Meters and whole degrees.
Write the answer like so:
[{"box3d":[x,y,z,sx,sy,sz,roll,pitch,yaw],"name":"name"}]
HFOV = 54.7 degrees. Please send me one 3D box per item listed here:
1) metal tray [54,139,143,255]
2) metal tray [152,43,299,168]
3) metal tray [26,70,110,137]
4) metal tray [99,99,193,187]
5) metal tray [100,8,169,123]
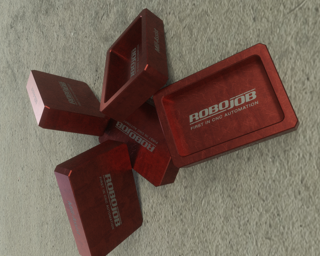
[{"box3d":[-0.073,0.091,0.396,0.030,0.091,0.129,7,115,40],"name":"metal tray"},{"box3d":[0.065,-0.019,0.327,0.130,0.030,0.090,-23,75,22],"name":"metal tray"},{"box3d":[-0.138,-0.038,0.455,0.130,0.091,0.030,48,120,48],"name":"metal tray"},{"box3d":[-0.023,0.008,0.420,0.130,0.030,0.089,32,110,35],"name":"metal tray"},{"box3d":[-0.034,-0.081,0.391,0.090,0.030,0.130,-38,38,33],"name":"metal tray"}]
